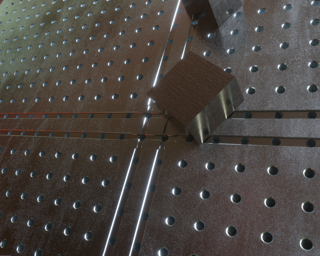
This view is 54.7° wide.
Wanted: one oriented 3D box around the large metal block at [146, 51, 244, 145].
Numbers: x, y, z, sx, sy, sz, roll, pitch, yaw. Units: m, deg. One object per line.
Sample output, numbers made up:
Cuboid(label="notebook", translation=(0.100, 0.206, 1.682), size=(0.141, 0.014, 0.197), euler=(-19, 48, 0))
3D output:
Cuboid(label="large metal block", translation=(0.044, -0.039, 0.392), size=(0.080, 0.050, 0.080), euler=(-45, 51, -3))

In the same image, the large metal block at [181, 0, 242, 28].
Cuboid(label="large metal block", translation=(0.068, -0.210, 0.465), size=(0.050, 0.080, 0.080), euler=(-44, 51, -2))
